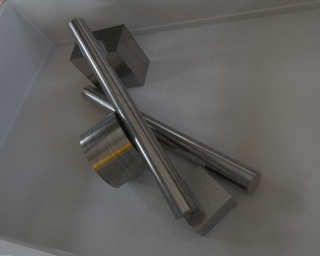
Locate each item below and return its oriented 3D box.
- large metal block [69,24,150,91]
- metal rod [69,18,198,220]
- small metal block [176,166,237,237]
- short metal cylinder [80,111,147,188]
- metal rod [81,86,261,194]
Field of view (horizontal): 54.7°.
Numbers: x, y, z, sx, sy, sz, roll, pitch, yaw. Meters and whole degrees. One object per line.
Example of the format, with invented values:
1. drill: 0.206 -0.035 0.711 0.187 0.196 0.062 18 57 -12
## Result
1. large metal block: -0.073 -0.102 0.469 0.080 0.080 0.050 -4 60 26
2. metal rod: -0.045 -0.030 0.370 0.025 0.025 0.299 -35 64 5
3. small metal block: 0.044 0.078 0.332 0.050 0.025 0.050 -44 51 -3
4. short metal cylinder: -0.051 0.025 0.377 0.050 0.080 0.080 -35 52 5
5. metal rod: -0.009 0.000 0.407 0.300 0.025 0.025 28 77 37
